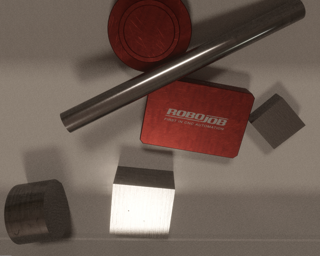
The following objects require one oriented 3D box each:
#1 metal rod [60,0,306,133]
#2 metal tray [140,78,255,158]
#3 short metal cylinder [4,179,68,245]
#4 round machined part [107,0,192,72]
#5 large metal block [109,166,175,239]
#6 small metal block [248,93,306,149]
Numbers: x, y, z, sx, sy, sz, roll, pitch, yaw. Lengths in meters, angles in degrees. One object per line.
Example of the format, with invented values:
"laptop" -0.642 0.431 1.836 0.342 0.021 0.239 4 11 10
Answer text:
"metal rod" 0.028 -0.073 0.358 0.301 0.025 0.025 -26 109 -2
"metal tray" 0.045 -0.016 0.403 0.131 0.030 0.089 10 110 -4
"short metal cylinder" -0.165 0.113 0.421 0.050 0.080 0.079 -9 110 3
"round machined part" -0.012 -0.113 0.360 0.099 0.042 0.097 0 110 -1
"large metal block" -0.025 0.104 0.436 0.081 0.050 0.079 6 110 -3
"small metal block" 0.153 -0.009 0.410 0.050 0.025 0.050 -41 106 13
